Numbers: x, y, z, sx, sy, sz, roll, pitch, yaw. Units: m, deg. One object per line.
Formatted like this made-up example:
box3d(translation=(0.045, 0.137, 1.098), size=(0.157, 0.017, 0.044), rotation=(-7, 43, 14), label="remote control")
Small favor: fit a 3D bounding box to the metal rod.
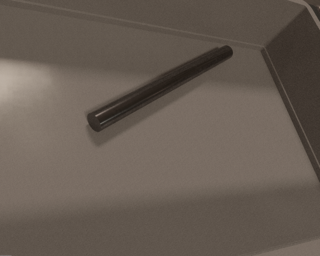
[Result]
box3d(translation=(0.021, -0.071, 0.461), size=(0.302, 0.025, 0.025), rotation=(-33, 81, -38), label="metal rod")
